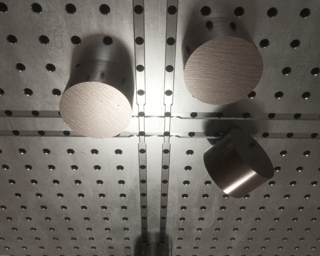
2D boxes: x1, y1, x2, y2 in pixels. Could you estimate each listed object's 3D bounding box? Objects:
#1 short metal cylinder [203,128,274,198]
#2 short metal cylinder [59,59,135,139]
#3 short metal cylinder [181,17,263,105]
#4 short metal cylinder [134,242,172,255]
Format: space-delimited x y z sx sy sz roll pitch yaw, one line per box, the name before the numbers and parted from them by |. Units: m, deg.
short metal cylinder | 0.106 0.047 0.417 0.080 0.080 0.050 30 124 -24
short metal cylinder | -0.072 -0.034 0.366 0.081 0.050 0.079 0 130 0
short metal cylinder | 0.064 -0.072 0.335 0.081 0.050 0.079 0 130 0
short metal cylinder | -0.015 0.275 0.630 0.081 0.050 0.079 0 130 0
